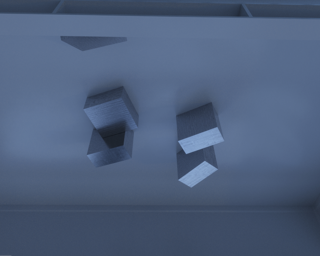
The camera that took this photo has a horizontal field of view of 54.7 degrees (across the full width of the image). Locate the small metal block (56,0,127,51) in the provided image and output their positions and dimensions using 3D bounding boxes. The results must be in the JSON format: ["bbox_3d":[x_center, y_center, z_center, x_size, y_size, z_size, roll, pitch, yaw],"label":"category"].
[{"bbox_3d":[-0.065,-0.098,0.305,0.050,0.050,0.025,-11,91,8],"label":"small metal block"}]

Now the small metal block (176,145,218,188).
[{"bbox_3d":[0.050,0.047,0.433,0.025,0.050,0.050,34,122,-25],"label":"small metal block"}]

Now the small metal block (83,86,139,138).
[{"bbox_3d":[-0.060,-0.019,0.392,0.050,0.025,0.050,-16,129,12],"label":"small metal block"}]

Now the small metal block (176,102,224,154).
[{"bbox_3d":[0.050,0.000,0.393,0.050,0.050,0.025,-21,127,16],"label":"small metal block"}]

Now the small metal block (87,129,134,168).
[{"bbox_3d":[-0.064,0.020,0.409,0.050,0.050,0.025,-15,129,12],"label":"small metal block"}]
